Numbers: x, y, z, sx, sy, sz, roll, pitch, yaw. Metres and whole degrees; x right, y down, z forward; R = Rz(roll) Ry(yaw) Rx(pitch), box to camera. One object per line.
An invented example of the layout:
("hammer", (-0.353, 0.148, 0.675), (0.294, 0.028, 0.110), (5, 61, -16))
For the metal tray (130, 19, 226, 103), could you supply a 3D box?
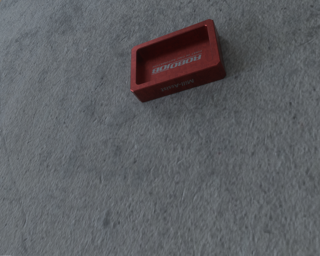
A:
("metal tray", (0.022, -0.096, 0.446), (0.130, 0.030, 0.090), (-15, 56, 19))
